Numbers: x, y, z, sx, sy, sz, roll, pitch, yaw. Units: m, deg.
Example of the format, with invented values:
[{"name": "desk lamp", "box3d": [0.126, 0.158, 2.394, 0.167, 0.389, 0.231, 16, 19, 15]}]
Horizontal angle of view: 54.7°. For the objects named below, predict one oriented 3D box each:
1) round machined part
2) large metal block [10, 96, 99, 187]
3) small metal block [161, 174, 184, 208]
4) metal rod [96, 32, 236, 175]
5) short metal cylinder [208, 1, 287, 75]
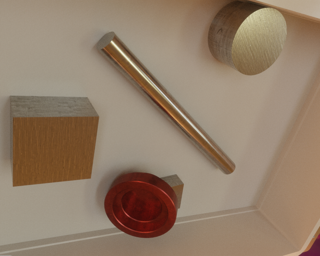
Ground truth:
[{"name": "round machined part", "box3d": [-0.023, 0.101, 0.430, 0.099, 0.042, 0.097, 4, 117, 8]}, {"name": "large metal block", "box3d": [-0.117, 0.012, 0.337, 0.081, 0.050, 0.079, -2, 119, -28]}, {"name": "small metal block", "box3d": [0.006, 0.103, 0.478, 0.050, 0.025, 0.050, -9, 122, -25]}, {"name": "metal rod", "box3d": [0.028, -0.013, 0.417, 0.025, 0.025, 0.300, -45, 130, 3]}, {"name": "short metal cylinder", "box3d": [0.107, -0.112, 0.384, 0.081, 0.050, 0.079, -14, 125, -21]}]
